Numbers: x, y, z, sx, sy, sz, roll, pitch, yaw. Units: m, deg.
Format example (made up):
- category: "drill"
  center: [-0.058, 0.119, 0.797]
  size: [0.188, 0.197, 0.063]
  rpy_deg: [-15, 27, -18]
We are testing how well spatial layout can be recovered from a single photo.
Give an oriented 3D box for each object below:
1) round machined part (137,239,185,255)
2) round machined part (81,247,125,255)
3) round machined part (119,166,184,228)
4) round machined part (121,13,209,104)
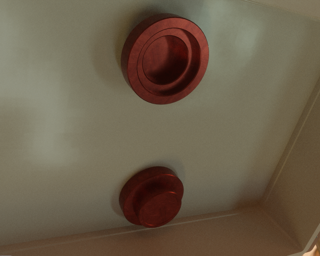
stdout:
- category: "round machined part"
  center: [0.002, 0.252, 0.557]
  size: [0.099, 0.042, 0.097]
  rpy_deg: [-14, 124, -21]
- category: "round machined part"
  center: [-0.096, 0.242, 0.498]
  size: [0.099, 0.042, 0.097]
  rpy_deg: [-14, 124, -21]
- category: "round machined part"
  center: [-0.007, 0.109, 0.461]
  size: [0.099, 0.042, 0.097]
  rpy_deg: [-14, 124, -21]
- category: "round machined part"
  center: [0.002, -0.079, 0.350]
  size: [0.099, 0.042, 0.097]
  rpy_deg: [-14, 124, -21]
